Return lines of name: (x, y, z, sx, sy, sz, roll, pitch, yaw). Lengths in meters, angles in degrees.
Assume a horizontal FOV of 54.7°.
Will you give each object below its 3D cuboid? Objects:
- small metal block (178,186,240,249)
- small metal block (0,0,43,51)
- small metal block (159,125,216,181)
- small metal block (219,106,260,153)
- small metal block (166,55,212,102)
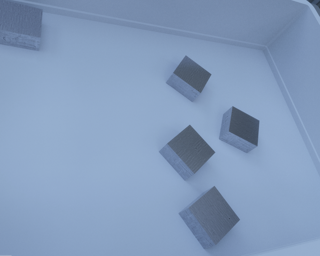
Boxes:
small metal block: (0.059, 0.107, 0.372, 0.050, 0.025, 0.050, -29, 78, -37)
small metal block: (-0.177, -0.128, 0.389, 0.050, 0.025, 0.050, 6, 59, -25)
small metal block: (0.036, 0.032, 0.405, 0.050, 0.025, 0.050, 48, 51, 5)
small metal block: (0.121, 0.003, 0.469, 0.050, 0.025, 0.050, 27, 52, -12)
small metal block: (0.045, -0.076, 0.476, 0.050, 0.025, 0.050, 36, 51, -5)
